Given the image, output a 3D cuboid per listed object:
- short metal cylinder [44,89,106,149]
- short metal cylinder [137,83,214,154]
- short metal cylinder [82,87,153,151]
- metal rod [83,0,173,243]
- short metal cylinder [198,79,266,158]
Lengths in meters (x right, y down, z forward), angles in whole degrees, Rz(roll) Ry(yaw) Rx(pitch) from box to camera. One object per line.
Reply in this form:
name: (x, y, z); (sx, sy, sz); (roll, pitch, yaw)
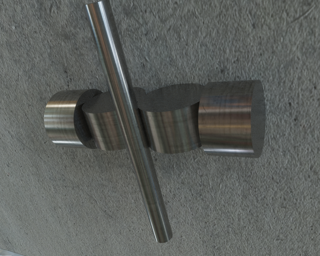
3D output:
short metal cylinder: (-0.108, -0.012, 0.422); (0.050, 0.080, 0.080); (1, 119, 28)
short metal cylinder: (0.019, -0.013, 0.354); (0.080, 0.080, 0.050); (1, 119, 28)
short metal cylinder: (-0.051, -0.014, 0.391); (0.080, 0.080, 0.050); (1, 119, 28)
metal rod: (-0.027, 0.014, 0.352); (0.025, 0.025, 0.298); (1, 119, 28)
short metal cylinder: (0.078, -0.010, 0.326); (0.050, 0.080, 0.080); (1, 119, 28)
